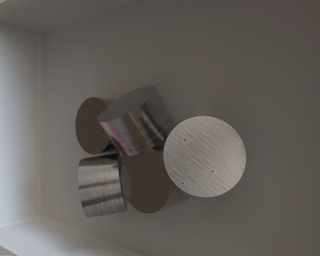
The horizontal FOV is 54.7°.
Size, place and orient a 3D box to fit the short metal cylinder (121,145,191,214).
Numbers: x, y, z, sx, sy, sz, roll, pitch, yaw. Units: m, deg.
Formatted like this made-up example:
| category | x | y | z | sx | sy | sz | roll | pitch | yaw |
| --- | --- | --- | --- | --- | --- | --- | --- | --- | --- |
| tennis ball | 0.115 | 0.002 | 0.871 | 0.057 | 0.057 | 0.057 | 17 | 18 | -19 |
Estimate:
| category | x | y | z | sx | sy | sz | roll | pitch | yaw |
| --- | --- | --- | --- | --- | --- | --- | --- | --- | --- |
| short metal cylinder | -0.003 | 0.062 | 0.389 | 0.080 | 0.050 | 0.079 | 0 | 90 | 39 |

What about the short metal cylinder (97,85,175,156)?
| category | x | y | z | sx | sy | sz | roll | pitch | yaw |
| --- | --- | --- | --- | --- | --- | --- | --- | --- | --- |
| short metal cylinder | -0.029 | -0.010 | 0.381 | 0.080 | 0.080 | 0.050 | -10 | 119 | 39 |

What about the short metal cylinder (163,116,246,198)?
| category | x | y | z | sx | sy | sz | roll | pitch | yaw |
| --- | --- | --- | --- | --- | --- | --- | --- | --- | --- |
| short metal cylinder | 0.043 | 0.032 | 0.325 | 0.081 | 0.050 | 0.080 | 0 | 76 | -1 |

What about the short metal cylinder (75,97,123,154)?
| category | x | y | z | sx | sy | sz | roll | pitch | yaw |
| --- | --- | --- | --- | --- | --- | --- | --- | --- | --- |
| short metal cylinder | -0.077 | -0.003 | 0.448 | 0.080 | 0.050 | 0.079 | 0 | 90 | 39 |

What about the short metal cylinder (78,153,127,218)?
| category | x | y | z | sx | sy | sz | roll | pitch | yaw |
| --- | --- | --- | --- | --- | --- | --- | --- | --- | --- |
| short metal cylinder | -0.076 | 0.077 | 0.420 | 0.050 | 0.080 | 0.080 | -8 | 83 | -3 |
